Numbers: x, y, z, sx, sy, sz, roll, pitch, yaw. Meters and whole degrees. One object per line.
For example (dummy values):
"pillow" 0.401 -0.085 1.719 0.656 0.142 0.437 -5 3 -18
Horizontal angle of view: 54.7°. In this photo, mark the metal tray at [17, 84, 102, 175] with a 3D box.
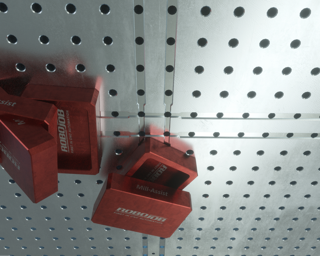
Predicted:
"metal tray" -0.127 0.007 0.412 0.091 0.030 0.129 4 130 -4

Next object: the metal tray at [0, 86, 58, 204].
"metal tray" -0.172 0.017 0.367 0.130 0.030 0.089 37 134 25

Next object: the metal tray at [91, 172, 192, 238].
"metal tray" -0.028 0.121 0.471 0.131 0.030 0.089 17 128 -15

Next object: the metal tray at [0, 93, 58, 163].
"metal tray" -0.192 0.001 0.365 0.131 0.030 0.089 12 132 -7

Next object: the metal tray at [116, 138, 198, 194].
"metal tray" -0.016 0.080 0.476 0.090 0.030 0.129 26 125 -21
